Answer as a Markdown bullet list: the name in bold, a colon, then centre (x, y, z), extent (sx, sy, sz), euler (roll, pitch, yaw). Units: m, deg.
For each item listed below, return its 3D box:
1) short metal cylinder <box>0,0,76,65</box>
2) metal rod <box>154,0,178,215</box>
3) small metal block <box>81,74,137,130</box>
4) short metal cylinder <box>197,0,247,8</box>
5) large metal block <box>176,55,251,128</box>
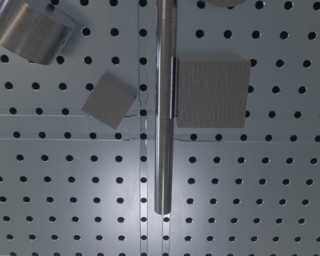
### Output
- **short metal cylinder**: centre (-0.142, -0.114, 0.341), extent (0.080, 0.080, 0.050), euler (34, 106, -12)
- **metal rod**: centre (0.006, -0.019, 0.406), extent (0.025, 0.025, 0.298), euler (1, 110, -1)
- **small metal block**: centre (-0.065, -0.034, 0.400), extent (0.050, 0.025, 0.050), euler (32, 107, -11)
- **short metal cylinder**: centre (0.069, -0.173, 0.337), extent (0.081, 0.050, 0.079), euler (0, 110, 0)
- **large metal block**: centre (0.062, -0.046, 0.384), extent (0.081, 0.050, 0.079), euler (0, 110, -1)
